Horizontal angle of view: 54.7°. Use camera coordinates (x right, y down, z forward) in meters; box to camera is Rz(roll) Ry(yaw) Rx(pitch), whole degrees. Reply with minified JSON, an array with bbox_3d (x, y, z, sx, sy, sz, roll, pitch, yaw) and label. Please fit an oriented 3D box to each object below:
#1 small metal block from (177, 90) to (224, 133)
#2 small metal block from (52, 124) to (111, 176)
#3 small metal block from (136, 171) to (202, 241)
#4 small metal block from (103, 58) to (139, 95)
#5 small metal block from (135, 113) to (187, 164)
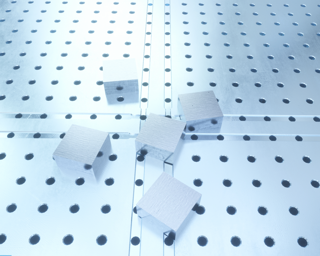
[{"bbox_3d":[0.054,-0.023,0.428,0.050,0.025,0.050,-8,51,-7],"label":"small metal block"},{"bbox_3d":[-0.095,0.027,0.384,0.050,0.025,0.050,13,51,10],"label":"small metal block"},{"bbox_3d":[0.010,0.084,0.338,0.050,0.025,0.050,29,55,21],"label":"small metal block"},{"bbox_3d":[-0.060,-0.080,0.474,0.050,0.025,0.050,-6,50,-5],"label":"small metal block"},{"bbox_3d":[0.002,0.012,0.397,0.050,0.025,0.050,16,52,13],"label":"small metal block"}]
